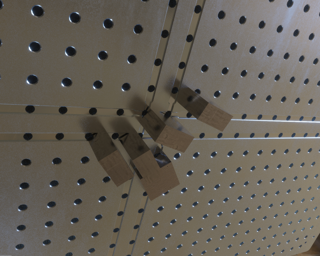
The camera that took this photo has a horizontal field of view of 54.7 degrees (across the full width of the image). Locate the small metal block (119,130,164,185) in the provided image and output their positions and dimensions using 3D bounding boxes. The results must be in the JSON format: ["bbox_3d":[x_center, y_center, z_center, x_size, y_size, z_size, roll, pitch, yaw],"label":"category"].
[{"bbox_3d":[-0.025,0.038,0.407,0.025,0.050,0.050,-32,129,-8],"label":"small metal block"}]

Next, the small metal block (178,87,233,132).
[{"bbox_3d":[0.061,-0.025,0.415,0.050,0.050,0.025,23,106,-37],"label":"small metal block"}]

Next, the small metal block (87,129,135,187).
[{"bbox_3d":[-0.061,0.037,0.386,0.025,0.050,0.050,-32,129,-8],"label":"small metal block"}]

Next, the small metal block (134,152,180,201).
[{"bbox_3d":[-0.004,0.072,0.455,0.050,0.025,0.050,-29,129,-11],"label":"small metal block"}]

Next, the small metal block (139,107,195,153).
[{"bbox_3d":[0.009,0.002,0.403,0.050,0.050,0.025,23,106,-37],"label":"small metal block"}]
